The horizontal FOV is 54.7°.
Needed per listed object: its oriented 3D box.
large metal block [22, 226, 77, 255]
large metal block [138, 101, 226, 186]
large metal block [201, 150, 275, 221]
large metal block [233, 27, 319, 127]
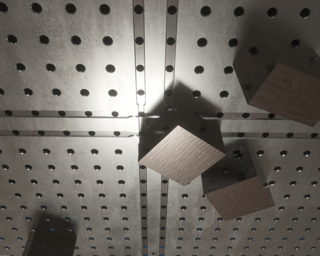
[{"bbox_3d":[-0.212,0.243,0.579,0.080,0.080,0.050,27,125,-22],"label":"large metal block"},{"bbox_3d":[0.028,0.023,0.416,0.080,0.050,0.080,31,123,-24],"label":"large metal block"},{"bbox_3d":[0.118,0.090,0.474,0.080,0.050,0.080,-25,126,19],"label":"large metal block"},{"bbox_3d":[0.133,-0.055,0.331,0.081,0.080,0.050,17,128,-14],"label":"large metal block"}]
